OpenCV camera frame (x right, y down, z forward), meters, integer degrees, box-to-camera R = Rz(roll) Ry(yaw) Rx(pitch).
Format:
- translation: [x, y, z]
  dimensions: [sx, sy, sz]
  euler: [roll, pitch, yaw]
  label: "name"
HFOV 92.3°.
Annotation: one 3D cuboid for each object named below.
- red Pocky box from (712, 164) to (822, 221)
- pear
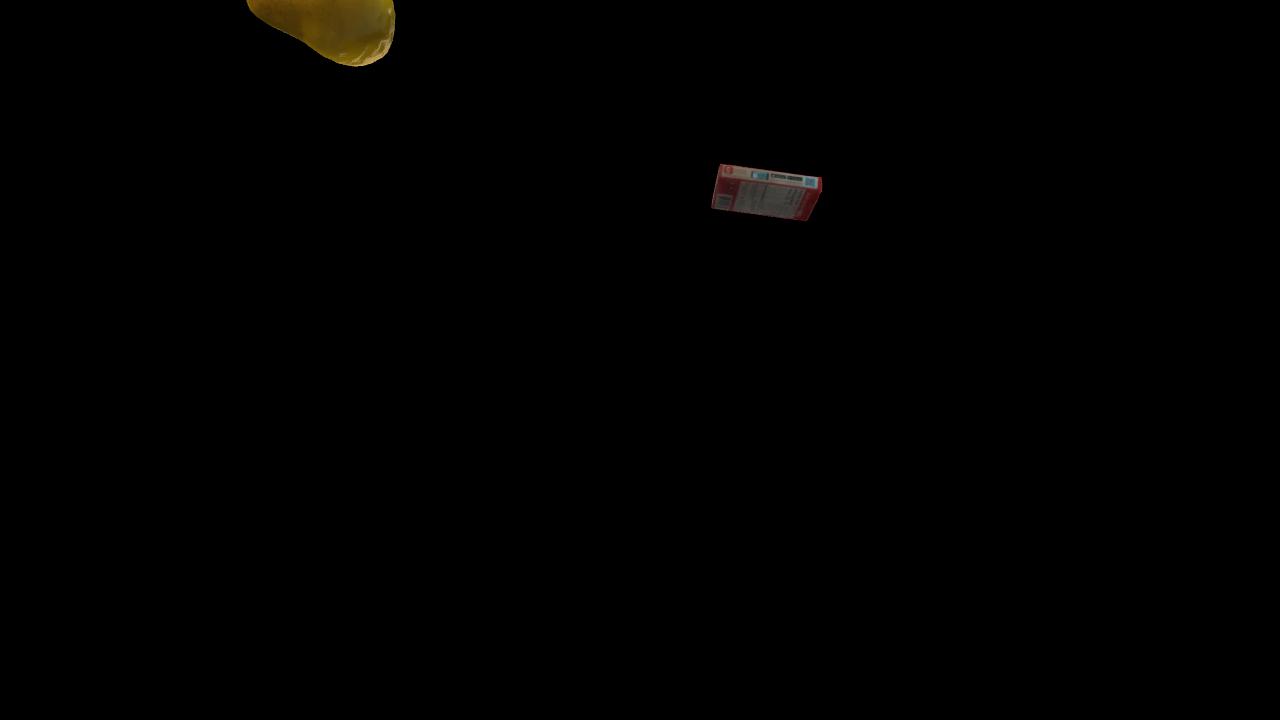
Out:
- translation: [0.191, -0.255, 0.942]
  dimensions: [0.155, 0.028, 0.083]
  euler: [8, -22, 1]
  label: "red Pocky box"
- translation: [-0.239, -0.258, 0.444]
  dimensions: [0.111, 0.080, 0.080]
  euler: [-12, 7, -35]
  label: "pear"
